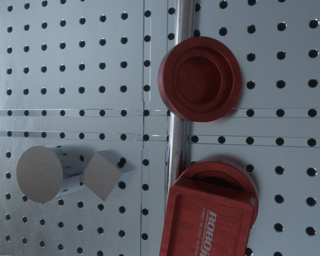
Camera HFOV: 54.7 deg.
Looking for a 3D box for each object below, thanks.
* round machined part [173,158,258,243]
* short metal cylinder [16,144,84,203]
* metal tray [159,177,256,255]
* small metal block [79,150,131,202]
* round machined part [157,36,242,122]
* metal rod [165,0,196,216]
[{"bbox_3d":[0.068,0.083,0.375,0.098,0.042,0.097,2,98,18],"label":"round machined part"},{"bbox_3d":[-0.161,0.065,0.456,0.080,0.050,0.080,0,90,20],"label":"short metal cylinder"},{"bbox_3d":[0.049,0.129,0.348,0.090,0.030,0.129,11,101,17],"label":"metal tray"},{"bbox_3d":[-0.078,0.067,0.440,0.050,0.025,0.050,36,102,16],"label":"small metal block"},{"bbox_3d":[0.044,-0.056,0.371,0.099,0.042,0.097,-1,92,-17],"label":"round machined part"},{"bbox_3d":[0.026,-0.029,0.403,0.025,0.025,0.298,4,91,20],"label":"metal rod"}]
